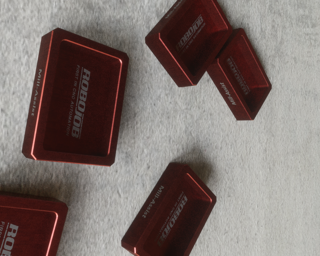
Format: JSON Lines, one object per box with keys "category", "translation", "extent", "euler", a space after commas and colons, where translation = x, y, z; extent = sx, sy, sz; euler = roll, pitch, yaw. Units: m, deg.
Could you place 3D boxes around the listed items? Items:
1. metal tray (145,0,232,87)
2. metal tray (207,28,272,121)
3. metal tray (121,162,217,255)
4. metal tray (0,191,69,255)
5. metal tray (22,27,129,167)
{"category": "metal tray", "translation": [0.046, -0.133, 0.441], "extent": [0.090, 0.030, 0.130], "euler": [50, 61, -29]}
{"category": "metal tray", "translation": [0.133, -0.086, 0.515], "extent": [0.130, 0.030, 0.090], "euler": [52, 60, -28]}
{"category": "metal tray", "translation": [0.018, 0.123, 0.418], "extent": [0.090, 0.030, 0.130], "euler": [49, 61, -29]}
{"category": "metal tray", "translation": [-0.146, 0.125, 0.280], "extent": [0.091, 0.030, 0.129], "euler": [21, 77, -38]}
{"category": "metal tray", "translation": [-0.086, -0.028, 0.330], "extent": [0.091, 0.030, 0.129], "euler": [12, 82, -40]}
